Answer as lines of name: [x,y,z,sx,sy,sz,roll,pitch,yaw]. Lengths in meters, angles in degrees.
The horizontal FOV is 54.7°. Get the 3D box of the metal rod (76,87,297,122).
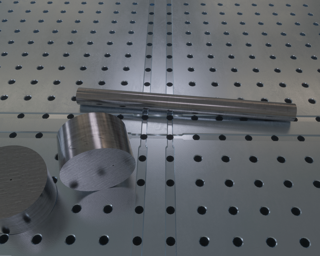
metal rod: [0.034,-0.034,0.435,0.302,0.025,0.025,5,50,4]

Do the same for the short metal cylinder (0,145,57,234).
short metal cylinder: [-0.156,0.065,0.329,0.081,0.050,0.080,3,55,-4]

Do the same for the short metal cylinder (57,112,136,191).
short metal cylinder: [-0.072,0.028,0.348,0.081,0.080,0.050,-12,51,-10]

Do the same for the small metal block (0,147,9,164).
small metal block: [-0.211,0.038,0.359,0.050,0.025,0.050,-43,27,-30]
